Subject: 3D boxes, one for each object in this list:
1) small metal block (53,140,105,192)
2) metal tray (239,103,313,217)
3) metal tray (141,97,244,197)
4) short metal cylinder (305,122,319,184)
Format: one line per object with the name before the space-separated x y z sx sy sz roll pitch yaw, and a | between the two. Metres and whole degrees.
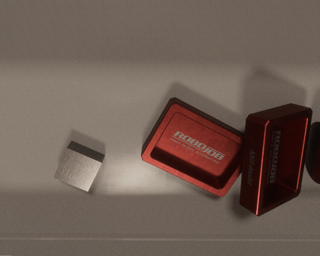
small metal block | -0.111 0.053 0.429 0.050 0.025 0.050 25 108 -10
metal tray | 0.150 0.040 0.402 0.091 0.030 0.129 -14 114 -31
metal tray | 0.052 0.028 0.419 0.131 0.030 0.089 27 108 -10
short metal cylinder | 0.227 0.031 0.397 0.050 0.080 0.079 -1 110 0
